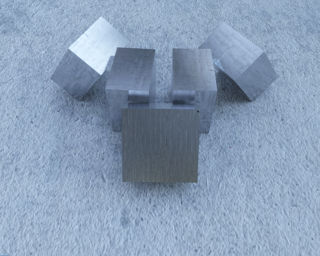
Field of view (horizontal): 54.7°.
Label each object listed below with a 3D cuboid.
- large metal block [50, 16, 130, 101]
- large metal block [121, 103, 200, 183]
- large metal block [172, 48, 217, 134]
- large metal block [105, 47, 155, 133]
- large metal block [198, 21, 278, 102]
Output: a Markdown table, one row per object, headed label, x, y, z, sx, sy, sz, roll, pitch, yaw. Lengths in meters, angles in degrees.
| label | x | y | z | sx | sy | sz | roll | pitch | yaw |
| --- | --- | --- | --- | --- | --- | --- | --- | --- | --- |
| large metal block | -0.099 | -0.096 | 0.437 | 0.050 | 0.080 | 0.080 | 40 | 52 | -15 |
| large metal block | 0.001 | 0.014 | 0.349 | 0.081 | 0.079 | 0.050 | 1 | 11 | 0 |
| large metal block | 0.041 | -0.048 | 0.410 | 0.050 | 0.080 | 0.080 | 1 | 50 | 0 |
| large metal block | -0.034 | -0.048 | 0.409 | 0.050 | 0.080 | 0.080 | 4 | 50 | 3 |
| large metal block | 0.111 | -0.092 | 0.440 | 0.050 | 0.080 | 0.080 | -46 | 56 | 11 |
